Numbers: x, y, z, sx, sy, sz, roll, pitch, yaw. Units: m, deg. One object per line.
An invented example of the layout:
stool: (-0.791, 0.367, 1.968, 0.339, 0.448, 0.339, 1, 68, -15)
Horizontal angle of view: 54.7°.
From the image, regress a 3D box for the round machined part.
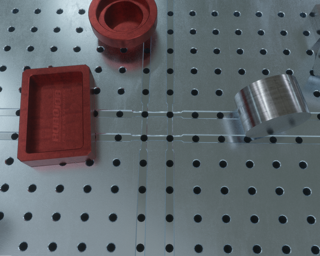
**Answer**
round machined part: (-0.053, -0.160, 0.461, 0.099, 0.042, 0.098, 0, 70, 0)

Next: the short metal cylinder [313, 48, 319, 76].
short metal cylinder: (0.253, -0.102, 0.421, 0.050, 0.080, 0.080, 20, 71, 7)

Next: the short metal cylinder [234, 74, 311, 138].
short metal cylinder: (0.141, -0.025, 0.393, 0.081, 0.080, 0.050, -11, 71, -4)

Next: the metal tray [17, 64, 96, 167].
metal tray: (-0.136, -0.018, 0.414, 0.091, 0.030, 0.130, -5, 70, -2)

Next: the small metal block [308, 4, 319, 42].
small metal block: (0.263, -0.161, 0.472, 0.050, 0.025, 0.050, -4, 70, -2)
